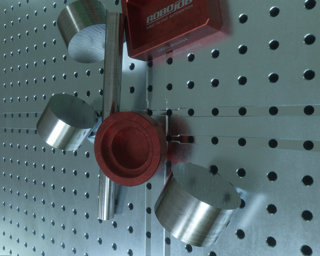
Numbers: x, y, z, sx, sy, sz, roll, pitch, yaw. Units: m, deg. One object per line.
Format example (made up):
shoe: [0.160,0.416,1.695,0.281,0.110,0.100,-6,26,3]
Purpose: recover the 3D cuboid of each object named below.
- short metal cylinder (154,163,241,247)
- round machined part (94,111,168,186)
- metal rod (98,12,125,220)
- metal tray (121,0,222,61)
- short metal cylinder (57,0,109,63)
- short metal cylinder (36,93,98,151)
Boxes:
short metal cylinder: [0.041,0.082,0.340,0.080,0.081,0.050,38,113,33]
round machined part: [-0.035,0.025,0.416,0.098,0.042,0.097,2,95,22]
metal rod: [-0.072,-0.009,0.448,0.025,0.025,0.298,15,106,39]
metal tray: [0.009,-0.149,0.398,0.130,0.030,0.090,-13,82,39]
short metal cylinder: [-0.105,-0.142,0.460,0.080,0.081,0.050,-41,65,32]
short metal cylinder: [-0.148,-0.010,0.496,0.050,0.081,0.080,-52,60,28]
